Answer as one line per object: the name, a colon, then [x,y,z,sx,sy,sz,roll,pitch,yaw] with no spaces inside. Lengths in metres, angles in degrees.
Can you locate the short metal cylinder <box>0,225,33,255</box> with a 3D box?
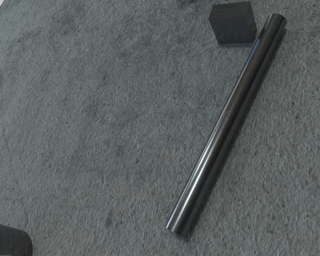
short metal cylinder: [-0.214,0.166,0.398,0.080,0.050,0.080,-13,56,21]

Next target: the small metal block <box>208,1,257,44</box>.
small metal block: [0.100,-0.142,0.422,0.050,0.050,0.025,7,65,31]

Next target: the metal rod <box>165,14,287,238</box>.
metal rod: [0.085,-0.016,0.368,0.025,0.025,0.300,17,71,35]
